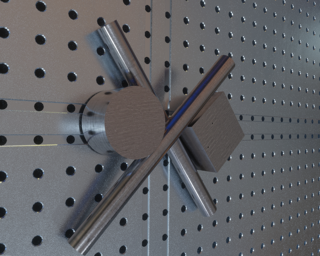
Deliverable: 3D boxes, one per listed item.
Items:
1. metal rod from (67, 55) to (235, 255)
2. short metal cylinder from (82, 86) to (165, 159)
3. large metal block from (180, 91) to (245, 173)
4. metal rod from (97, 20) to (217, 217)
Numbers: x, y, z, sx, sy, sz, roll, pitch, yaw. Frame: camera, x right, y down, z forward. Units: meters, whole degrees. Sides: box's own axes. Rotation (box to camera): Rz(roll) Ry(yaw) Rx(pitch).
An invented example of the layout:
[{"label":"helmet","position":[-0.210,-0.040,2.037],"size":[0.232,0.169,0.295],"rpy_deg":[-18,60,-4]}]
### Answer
[{"label":"metal rod","position":[0.002,0.019,0.379],"size":[0.301,0.025,0.025],"rpy_deg":[-50,120,-18]},{"label":"short metal cylinder","position":[-0.041,-0.006,0.354],"size":[0.081,0.050,0.079],"rpy_deg":[0,90,-40]},{"label":"large metal block","position":[0.067,0.005,0.443],"size":[0.080,0.050,0.080],"rpy_deg":[-46,118,-30]},{"label":"metal rod","position":[0.007,0.003,0.409],"size":[0.025,0.025,0.299],"rpy_deg":[-43,116,-31]}]
